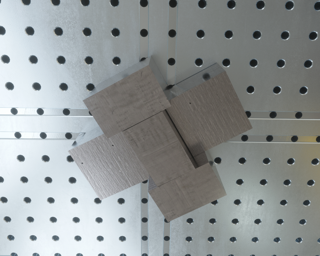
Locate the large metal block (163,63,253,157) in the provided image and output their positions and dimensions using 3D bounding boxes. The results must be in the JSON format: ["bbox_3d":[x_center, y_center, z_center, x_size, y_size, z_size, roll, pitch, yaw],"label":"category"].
[{"bbox_3d":[0.057,-0.023,0.391,0.080,0.050,0.080,-27,110,9],"label":"large metal block"}]

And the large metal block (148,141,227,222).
[{"bbox_3d":[0.033,0.065,0.408,0.080,0.080,0.050,-27,108,9],"label":"large metal block"}]

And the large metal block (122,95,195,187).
[{"bbox_3d":[0.000,0.012,0.388,0.050,0.080,0.080,-27,108,10],"label":"large metal block"}]

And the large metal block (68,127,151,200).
[{"bbox_3d":[-0.060,0.037,0.414,0.080,0.050,0.080,-25,108,9],"label":"large metal block"}]

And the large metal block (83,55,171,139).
[{"bbox_3d":[-0.035,-0.040,0.368,0.080,0.080,0.050,-27,108,9],"label":"large metal block"}]
